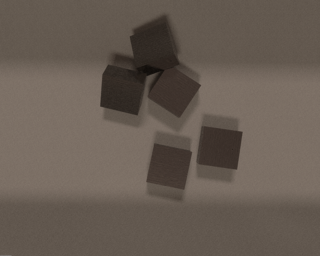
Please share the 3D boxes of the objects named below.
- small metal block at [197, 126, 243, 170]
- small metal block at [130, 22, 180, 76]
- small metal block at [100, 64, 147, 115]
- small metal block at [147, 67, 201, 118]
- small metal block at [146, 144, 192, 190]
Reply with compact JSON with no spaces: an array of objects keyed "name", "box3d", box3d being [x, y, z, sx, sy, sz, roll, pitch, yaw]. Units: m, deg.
[{"name":"small metal block","box3d":[0.079,0.026,0.413,0.050,0.025,0.050,8,90,-1]},{"name":"small metal block","box3d":[-0.007,-0.100,0.397,0.050,0.025,0.050,-18,67,13]},{"name":"small metal block","box3d":[-0.047,-0.048,0.397,0.050,0.025,0.050,13,131,-1]},{"name":"small metal block","box3d":[0.019,-0.048,0.412,0.050,0.025,0.050,33,90,-1]},{"name":"small metal block","box3d":[0.012,0.050,0.412,0.050,0.025,0.050,12,90,-1]}]
